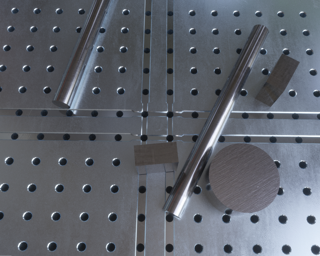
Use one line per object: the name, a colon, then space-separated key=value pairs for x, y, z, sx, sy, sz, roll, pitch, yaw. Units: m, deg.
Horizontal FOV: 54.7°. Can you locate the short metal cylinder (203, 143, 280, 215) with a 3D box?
short metal cylinder: x=0.096 y=0.064 z=0.376 sx=0.081 sy=0.050 sz=0.080 roll=0 pitch=70 yaw=0

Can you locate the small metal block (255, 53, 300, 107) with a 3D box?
small metal block: x=0.159 y=-0.064 z=0.423 sx=0.025 sy=0.050 sz=0.050 roll=31 pitch=73 yaw=10

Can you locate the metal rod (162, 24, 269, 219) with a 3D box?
metal rod: x=0.083 y=-0.021 z=0.419 sx=0.025 sy=0.025 sz=0.300 roll=26 pitch=72 yaw=9

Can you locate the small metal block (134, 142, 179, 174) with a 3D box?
small metal block: x=-0.005 y=0.038 z=0.384 sx=0.050 sy=0.050 sz=0.025 roll=-5 pitch=70 yaw=-2

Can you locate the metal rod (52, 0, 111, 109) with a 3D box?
metal rod: x=-0.098 y=-0.168 z=0.472 sx=0.025 sy=0.025 sz=0.299 roll=13 pitch=70 yaw=5
